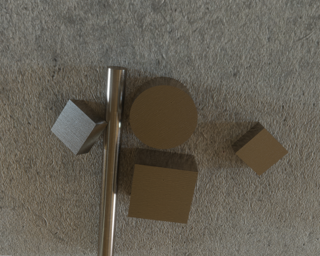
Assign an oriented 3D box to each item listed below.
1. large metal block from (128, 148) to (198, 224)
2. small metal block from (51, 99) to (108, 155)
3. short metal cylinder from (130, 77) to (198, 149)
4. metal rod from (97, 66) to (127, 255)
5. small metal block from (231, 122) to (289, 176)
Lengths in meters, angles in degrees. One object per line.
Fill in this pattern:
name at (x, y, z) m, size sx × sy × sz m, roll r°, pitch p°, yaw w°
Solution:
large metal block at (0.003, 0.079, 0.426) m, size 0.081 × 0.050 × 0.079 m, roll 8°, pitch 110°, yaw -4°
small metal block at (-0.104, -0.001, 0.396) m, size 0.050 × 0.025 × 0.050 m, roll 41°, pitch 107°, yaw 17°
short metal cylinder at (0.004, -0.020, 0.389) m, size 0.081 × 0.050 × 0.079 m, roll 0°, pitch 110°, yaw -1°
metal rod at (-0.069, 0.065, 0.432) m, size 0.025 × 0.025 × 0.298 m, roll 6°, pitch 110°, yaw -3°
small metal block at (0.135, 0.029, 0.422) m, size 0.050 × 0.025 × 0.050 m, roll 42°, pitch 104°, yaw -14°
